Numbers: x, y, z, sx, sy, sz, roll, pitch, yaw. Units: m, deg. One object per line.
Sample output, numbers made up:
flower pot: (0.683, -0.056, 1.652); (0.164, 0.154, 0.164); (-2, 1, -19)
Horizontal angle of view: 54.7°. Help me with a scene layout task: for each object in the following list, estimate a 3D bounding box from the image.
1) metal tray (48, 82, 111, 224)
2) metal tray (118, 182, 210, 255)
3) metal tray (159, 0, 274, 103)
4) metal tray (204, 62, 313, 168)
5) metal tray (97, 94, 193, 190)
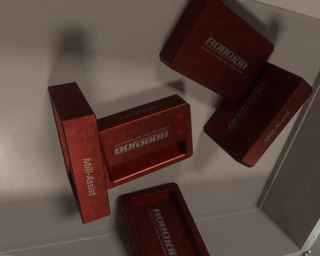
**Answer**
metal tray: (-0.087, 0.027, 0.336); (0.030, 0.090, 0.129); (-15, 125, -21)
metal tray: (0.004, 0.148, 0.435); (0.091, 0.130, 0.030); (-10, 146, -24)
metal tray: (0.075, -0.095, 0.390); (0.131, 0.030, 0.090); (21, 107, -36)
metal tray: (0.128, -0.023, 0.424); (0.030, 0.090, 0.129); (27, 104, -38)
metal tray: (-0.022, 0.018, 0.405); (0.131, 0.030, 0.089); (-19, 126, -17)
